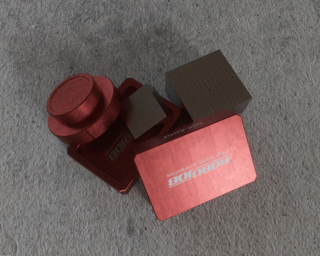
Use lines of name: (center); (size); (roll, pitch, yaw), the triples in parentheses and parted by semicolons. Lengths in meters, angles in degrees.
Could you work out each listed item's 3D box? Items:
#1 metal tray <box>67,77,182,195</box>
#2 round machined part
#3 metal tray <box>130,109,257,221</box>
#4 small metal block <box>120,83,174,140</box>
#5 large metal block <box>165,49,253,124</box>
metal tray: (-0.043, 0.008, 0.402); (0.090, 0.030, 0.130); (33, 73, 11)
round machined part: (-0.101, -0.030, 0.388); (0.098, 0.042, 0.098); (-15, 49, 18)
metal tray: (0.041, 0.043, 0.367); (0.131, 0.030, 0.090); (-22, 108, -7)
small metal block: (-0.019, -0.020, 0.392); (0.050, 0.025, 0.050); (-36, 74, 17)
large metal block: (0.061, -0.046, 0.413); (0.080, 0.050, 0.080); (-25, 72, -9)
